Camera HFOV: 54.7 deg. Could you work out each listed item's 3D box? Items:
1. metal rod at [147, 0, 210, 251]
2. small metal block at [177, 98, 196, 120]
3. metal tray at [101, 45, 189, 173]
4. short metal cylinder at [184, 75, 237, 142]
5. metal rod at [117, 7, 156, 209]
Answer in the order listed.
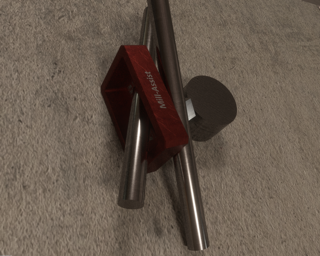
[{"bbox_3d":[0.020,-0.013,0.356,0.025,0.025,0.298,-8,87,-32],"label":"metal rod"},{"bbox_3d":[0.008,-0.018,0.397,0.050,0.050,0.025,-33,118,-29],"label":"small metal block"},{"bbox_3d":[-0.024,-0.020,0.362,0.030,0.090,0.130,-11,67,-33],"label":"metal tray"},{"bbox_3d":[0.061,-0.027,0.439,0.081,0.050,0.080,14,56,-21],"label":"short metal cylinder"},{"bbox_3d":[-0.020,-0.050,0.377,0.025,0.025,0.300,17,52,-19],"label":"metal rod"}]
